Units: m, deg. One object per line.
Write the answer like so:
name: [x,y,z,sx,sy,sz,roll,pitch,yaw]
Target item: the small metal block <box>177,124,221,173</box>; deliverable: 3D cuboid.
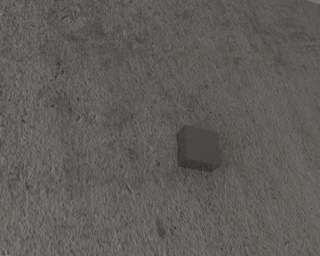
small metal block: [0.051,0.028,0.414,0.050,0.025,0.050,14,56,-21]
